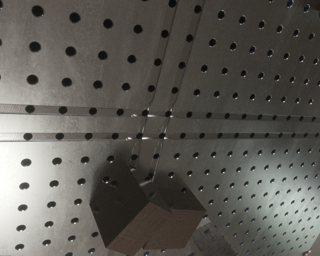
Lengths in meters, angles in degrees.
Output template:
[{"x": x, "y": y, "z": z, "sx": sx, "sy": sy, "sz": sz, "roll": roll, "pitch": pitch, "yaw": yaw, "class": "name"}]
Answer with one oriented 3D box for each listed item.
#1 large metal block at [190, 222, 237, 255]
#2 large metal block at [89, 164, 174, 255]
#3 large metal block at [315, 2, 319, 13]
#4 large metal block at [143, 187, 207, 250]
[{"x": 0.098, "y": 0.240, "z": 0.581, "sx": 0.050, "sy": 0.080, "sz": 0.079, "roll": -21, "pitch": 127, "yaw": -16, "class": "large metal block"}, {"x": -0.041, "y": 0.111, "z": 0.423, "sx": 0.080, "sy": 0.080, "sz": 0.050, "roll": -47, "pitch": 130, "yaw": 5, "class": "large metal block"}, {"x": 0.283, "y": -0.186, "z": 0.438, "sx": 0.081, "sy": 0.050, "sz": 0.079, "roll": 12, "pitch": 112, "yaw": -34, "class": "large metal block"}, {"x": 0.014, "y": 0.145, "z": 0.494, "sx": 0.081, "sy": 0.050, "sz": 0.080, "roll": 14, "pitch": 111, "yaw": -35, "class": "large metal block"}]
